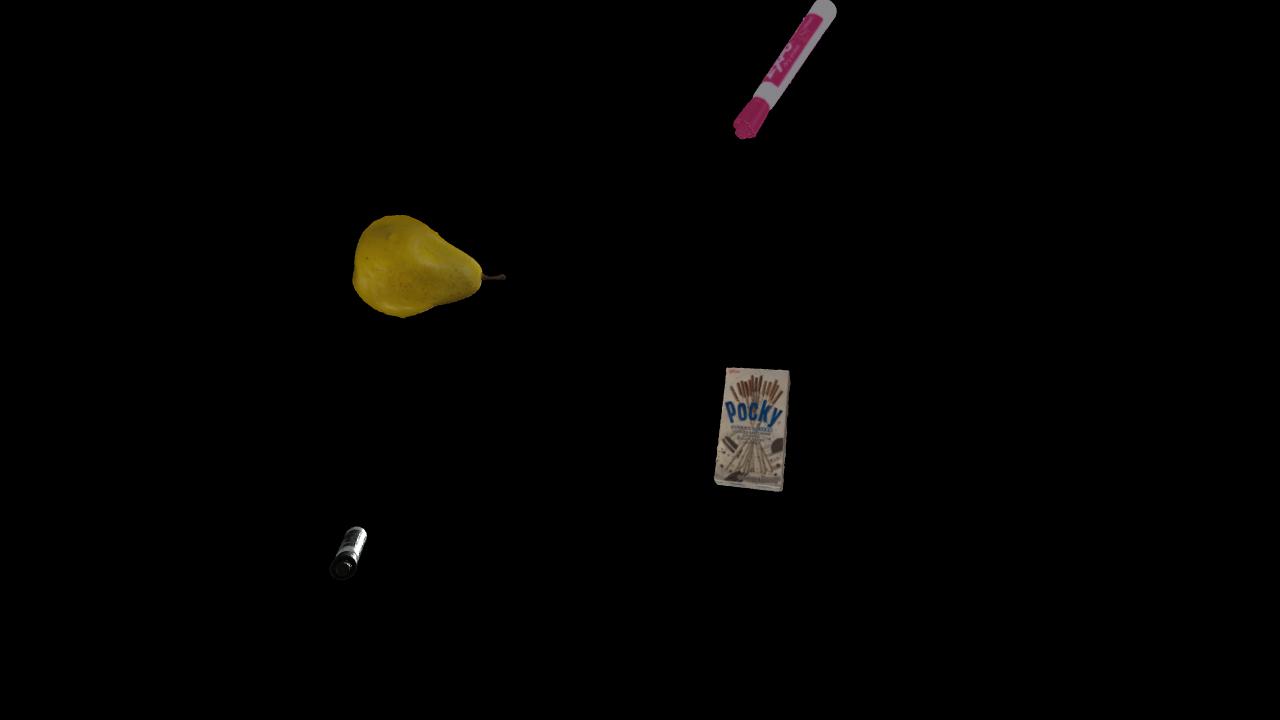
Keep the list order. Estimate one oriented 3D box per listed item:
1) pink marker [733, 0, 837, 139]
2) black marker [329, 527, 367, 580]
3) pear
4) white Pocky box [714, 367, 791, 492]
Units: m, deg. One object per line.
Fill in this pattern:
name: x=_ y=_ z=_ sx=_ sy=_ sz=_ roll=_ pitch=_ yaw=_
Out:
pink marker: x=0.104 y=-0.210 z=0.446 sx=0.020 sy=0.121 sz=0.020 roll=33 pitch=-8 yaw=5
black marker: x=-0.242 y=0.160 z=0.513 sx=0.020 sy=0.020 sz=0.121 roll=0 pitch=-4 yaw=-21
pear: x=-0.166 y=-0.069 z=0.491 sx=0.111 sy=0.080 sz=0.080 roll=14 pitch=-4 yaw=-17
white Pocky box: x=0.144 y=0.085 z=0.780 sx=0.084 sy=0.154 sz=0.028 roll=3 pitch=-23 yaw=16
